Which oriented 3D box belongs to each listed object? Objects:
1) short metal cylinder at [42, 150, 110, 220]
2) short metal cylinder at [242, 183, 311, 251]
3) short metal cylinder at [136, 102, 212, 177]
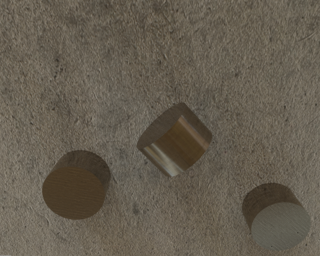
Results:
[{"bbox_3d":[-0.112,0.077,0.424,0.081,0.050,0.079,0,110,0],"label":"short metal cylinder"},{"bbox_3d":[0.164,0.126,0.444,0.081,0.050,0.079,0,110,0],"label":"short metal cylinder"},{"bbox_3d":[0.017,0.014,0.386,0.080,0.080,0.050,-40,106,13],"label":"short metal cylinder"}]
